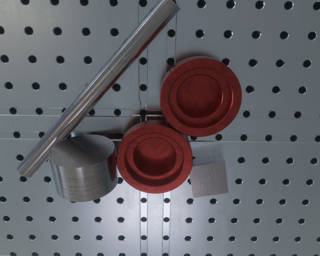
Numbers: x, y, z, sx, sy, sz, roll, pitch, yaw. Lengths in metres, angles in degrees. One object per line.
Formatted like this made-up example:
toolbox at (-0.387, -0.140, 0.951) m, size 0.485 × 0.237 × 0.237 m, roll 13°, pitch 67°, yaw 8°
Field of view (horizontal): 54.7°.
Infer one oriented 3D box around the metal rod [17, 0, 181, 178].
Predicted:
metal rod at (-0.087, -0.043, 0.396) m, size 0.025 × 0.025 × 0.299 m, roll 41°, pitch 105°, yaw -14°

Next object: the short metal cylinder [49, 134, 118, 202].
short metal cylinder at (-0.096, 0.049, 0.398) m, size 0.081 × 0.080 × 0.050 m, roll -2°, pitch 117°, yaw 0°

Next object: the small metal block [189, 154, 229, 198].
small metal block at (0.067, 0.068, 0.439) m, size 0.050 × 0.025 × 0.050 m, roll -10°, pitch 110°, yaw 3°

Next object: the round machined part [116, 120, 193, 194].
round machined part at (-0.007, 0.035, 0.416) m, size 0.099 × 0.042 × 0.097 m, roll 1°, pitch 109°, yaw 2°

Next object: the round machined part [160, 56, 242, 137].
round machined part at (0.049, -0.042, 0.390) m, size 0.099 × 0.042 × 0.097 m, roll 0°, pitch 110°, yaw 0°
